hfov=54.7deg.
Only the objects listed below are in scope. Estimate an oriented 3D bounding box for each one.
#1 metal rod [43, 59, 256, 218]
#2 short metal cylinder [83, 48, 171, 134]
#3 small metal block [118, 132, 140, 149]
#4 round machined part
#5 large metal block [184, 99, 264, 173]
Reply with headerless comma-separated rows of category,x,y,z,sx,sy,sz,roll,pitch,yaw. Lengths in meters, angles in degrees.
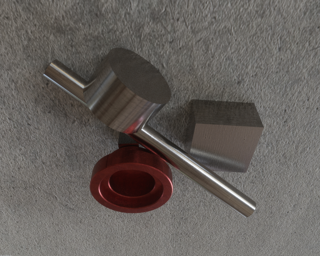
metal rod,-0.004,0.019,0.376,0.301,0.025,0.025,36,122,-10
short metal cylinder,-0.035,-0.041,0.337,0.080,0.080,0.050,30,124,-24
small metal block,-0.038,0.022,0.411,0.025,0.050,0.050,-2,130,1
round machined part,-0.034,0.060,0.384,0.099,0.042,0.097,-1,132,0
large metal block,0.078,0.011,0.403,0.081,0.050,0.079,3,130,-4
